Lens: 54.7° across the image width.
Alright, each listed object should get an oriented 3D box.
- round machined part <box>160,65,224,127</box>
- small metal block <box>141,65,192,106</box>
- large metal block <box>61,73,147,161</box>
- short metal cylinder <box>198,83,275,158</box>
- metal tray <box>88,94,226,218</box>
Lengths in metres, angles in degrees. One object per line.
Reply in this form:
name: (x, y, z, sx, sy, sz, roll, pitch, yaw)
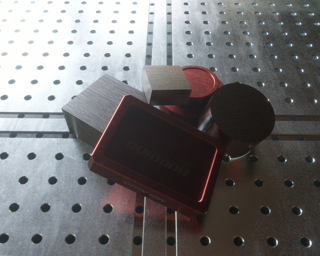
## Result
round machined part: (0.047, -0.052, 0.440, 0.099, 0.042, 0.098, 0, 50, 0)
small metal block: (0.007, -0.055, 0.393, 0.050, 0.025, 0.050, -3, 46, -17)
large metal block: (-0.065, -0.016, 0.404, 0.080, 0.050, 0.080, 29, 56, 22)
short metal cylinder: (0.093, -0.009, 0.384, 0.081, 0.050, 0.080, 5, 64, -10)
metal tray: (0.000, 0.030, 0.341, 0.131, 0.030, 0.090, 27, 59, -6)
